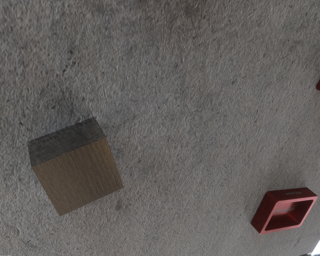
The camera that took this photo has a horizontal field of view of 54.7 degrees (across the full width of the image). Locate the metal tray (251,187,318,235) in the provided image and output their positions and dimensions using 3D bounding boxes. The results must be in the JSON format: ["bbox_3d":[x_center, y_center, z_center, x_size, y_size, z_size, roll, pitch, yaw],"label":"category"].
[{"bbox_3d":[0.263,0.174,0.654,0.131,0.030,0.089,2,117,-30],"label":"metal tray"}]

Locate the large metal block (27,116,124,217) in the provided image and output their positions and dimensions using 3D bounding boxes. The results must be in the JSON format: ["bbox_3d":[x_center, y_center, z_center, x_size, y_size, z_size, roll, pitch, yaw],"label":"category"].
[{"bbox_3d":[-0.097,0.044,0.365,0.081,0.050,0.080,-23,127,-15],"label":"large metal block"}]

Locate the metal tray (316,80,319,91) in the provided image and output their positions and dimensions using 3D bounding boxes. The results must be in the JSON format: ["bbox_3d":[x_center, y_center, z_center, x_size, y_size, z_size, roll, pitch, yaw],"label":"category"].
[{"bbox_3d":[0.338,-0.090,0.532,0.131,0.030,0.089,9,114,-33],"label":"metal tray"}]
